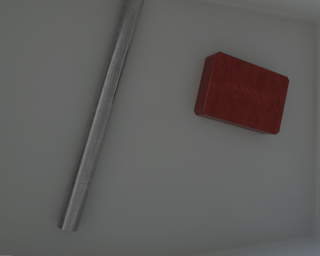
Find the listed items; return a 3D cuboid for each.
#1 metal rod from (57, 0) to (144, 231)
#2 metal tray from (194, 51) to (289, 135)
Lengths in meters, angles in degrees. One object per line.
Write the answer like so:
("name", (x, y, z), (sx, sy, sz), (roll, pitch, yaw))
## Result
("metal rod", (-0.071, -0.024, 0.384), (0.025, 0.025, 0.299), (17, 84, -20))
("metal tray", (0.122, -0.048, 0.455), (0.131, 0.030, 0.090), (14, 85, -20))
